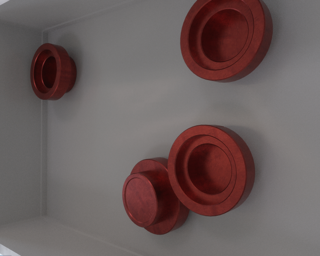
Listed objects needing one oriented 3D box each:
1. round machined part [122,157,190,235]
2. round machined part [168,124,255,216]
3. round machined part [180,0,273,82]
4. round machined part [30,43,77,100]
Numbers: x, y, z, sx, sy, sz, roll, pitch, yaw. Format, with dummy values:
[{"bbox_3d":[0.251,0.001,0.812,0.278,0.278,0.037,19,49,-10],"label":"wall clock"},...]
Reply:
[{"bbox_3d":[-0.012,0.088,0.398,0.098,0.042,0.097,5,96,46],"label":"round machined part"},{"bbox_3d":[0.060,0.045,0.346,0.098,0.042,0.097,0,90,39],"label":"round machined part"},{"bbox_3d":[0.074,-0.098,0.335,0.098,0.042,0.097,0,90,40],"label":"round machined part"},{"bbox_3d":[-0.185,-0.097,0.549,0.098,0.042,0.097,0,90,40],"label":"round machined part"}]
